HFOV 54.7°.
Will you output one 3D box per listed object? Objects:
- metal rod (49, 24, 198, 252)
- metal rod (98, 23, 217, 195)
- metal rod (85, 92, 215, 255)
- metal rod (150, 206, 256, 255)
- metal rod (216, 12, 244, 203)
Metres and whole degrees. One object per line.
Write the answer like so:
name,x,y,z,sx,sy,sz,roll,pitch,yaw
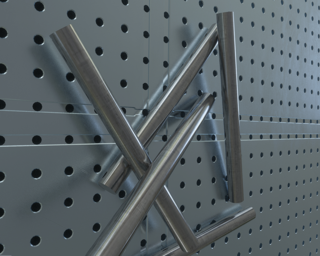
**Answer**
metal rod,-0.029,0.028,0.353,0.025,0.025,0.299,-42,113,-32
metal rod,0.015,-0.042,0.423,0.025,0.025,0.301,50,61,-29
metal rod,0.010,0.034,0.360,0.301,0.025,0.025,-51,122,-49
metal rod,0.043,0.170,0.448,0.302,0.025,0.025,-10,97,-40
metal rod,0.111,-0.024,0.486,0.025,0.025,0.298,-18,107,-39
